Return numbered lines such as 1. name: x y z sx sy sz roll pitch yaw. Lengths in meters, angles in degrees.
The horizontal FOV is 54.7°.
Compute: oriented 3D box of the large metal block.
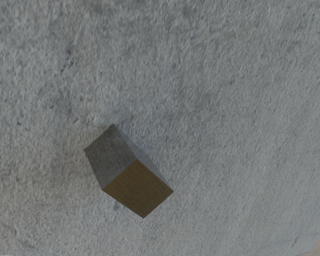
1. large metal block: -0.039 0.053 0.384 0.050 0.080 0.080 -42 130 0
